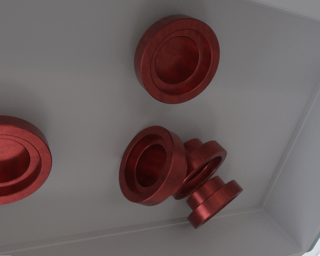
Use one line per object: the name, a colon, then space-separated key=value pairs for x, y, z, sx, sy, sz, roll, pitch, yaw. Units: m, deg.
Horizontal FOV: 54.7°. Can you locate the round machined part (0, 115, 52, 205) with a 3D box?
round machined part: x=-0.168 y=0.030 z=0.324 sx=0.099 sy=0.042 sz=0.097 roll=-14 pitch=124 yaw=-21

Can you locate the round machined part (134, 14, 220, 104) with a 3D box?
round machined part: x=0.016 y=-0.080 z=0.356 sx=0.099 sy=0.042 sz=0.097 roll=-14 pitch=124 yaw=-21

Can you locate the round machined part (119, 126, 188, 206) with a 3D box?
round machined part: x=-0.004 y=0.049 z=0.390 sx=0.042 sy=0.098 sz=0.098 roll=28 pitch=103 yaw=-37

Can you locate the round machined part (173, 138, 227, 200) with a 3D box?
round machined part: x=0.045 y=0.052 z=0.438 sx=0.099 sy=0.042 sz=0.098 roll=-34 pitch=154 yaw=-19

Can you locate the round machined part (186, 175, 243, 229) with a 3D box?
round machined part: x=0.081 y=0.113 z=0.494 sx=0.098 sy=0.042 sz=0.098 roll=-34 pitch=158 yaw=-15
